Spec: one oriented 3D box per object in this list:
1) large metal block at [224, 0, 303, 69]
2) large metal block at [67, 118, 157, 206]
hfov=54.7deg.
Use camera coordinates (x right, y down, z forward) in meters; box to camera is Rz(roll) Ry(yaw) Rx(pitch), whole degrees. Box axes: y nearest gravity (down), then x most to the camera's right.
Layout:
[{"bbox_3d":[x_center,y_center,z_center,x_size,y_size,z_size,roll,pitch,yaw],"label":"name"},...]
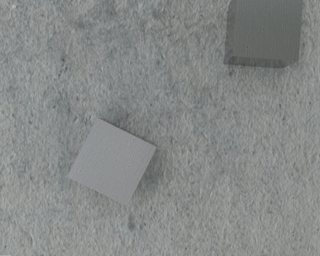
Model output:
[{"bbox_3d":[0.131,-0.124,0.399,0.081,0.050,0.079,4,90,-1],"label":"large metal block"},{"bbox_3d":[-0.058,0.041,0.397,0.080,0.050,0.080,27,90,-1],"label":"large metal block"}]
